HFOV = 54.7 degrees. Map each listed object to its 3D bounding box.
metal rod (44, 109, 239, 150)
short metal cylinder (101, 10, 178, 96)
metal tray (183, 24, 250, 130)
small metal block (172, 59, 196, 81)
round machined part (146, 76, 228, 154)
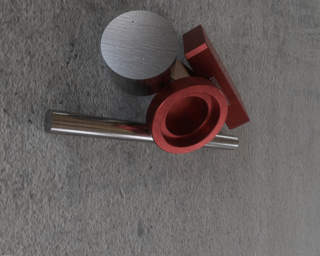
[{"bbox_3d":[0.003,0.009,0.408,0.302,0.025,0.025,8,85,-40],"label":"metal rod"},{"bbox_3d":[-0.021,-0.081,0.346,0.081,0.050,0.080,0,76,-1],"label":"short metal cylinder"},{"bbox_3d":[0.078,-0.071,0.435,0.130,0.030,0.090,53,21,-27],"label":"metal tray"},{"bbox_3d":[0.018,-0.062,0.403,0.050,0.050,0.025,30,72,-36],"label":"small metal block"},{"bbox_3d":[0.029,-0.019,0.379,0.099,0.042,0.097,-13,129,-16],"label":"round machined part"}]
